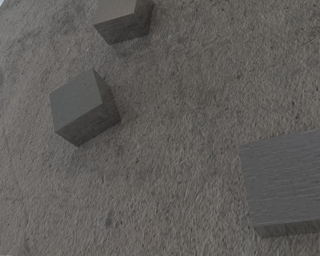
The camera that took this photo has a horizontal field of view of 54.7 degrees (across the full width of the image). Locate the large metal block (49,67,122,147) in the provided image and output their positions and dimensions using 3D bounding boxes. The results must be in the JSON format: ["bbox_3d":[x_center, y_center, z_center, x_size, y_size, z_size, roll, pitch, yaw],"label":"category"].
[{"bbox_3d":[-0.114,-0.031,0.467,0.080,0.050,0.080,-30,52,9],"label":"large metal block"}]

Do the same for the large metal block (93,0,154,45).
[{"bbox_3d":[-0.062,-0.201,0.544,0.080,0.050,0.080,-6,59,25],"label":"large metal block"}]

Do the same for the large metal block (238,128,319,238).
[{"bbox_3d":[0.125,0.053,0.290,0.080,0.050,0.080,-14,56,20],"label":"large metal block"}]
